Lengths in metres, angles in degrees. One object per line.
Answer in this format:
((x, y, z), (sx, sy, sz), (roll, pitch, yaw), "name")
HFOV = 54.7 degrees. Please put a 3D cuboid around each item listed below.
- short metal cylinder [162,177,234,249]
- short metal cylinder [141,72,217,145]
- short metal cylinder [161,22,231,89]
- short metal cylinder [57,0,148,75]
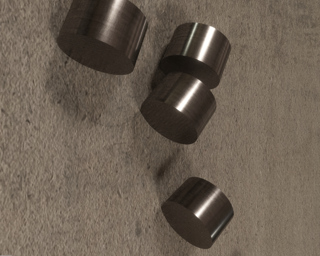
((0.050, 0.113, 0.413), (0.050, 0.080, 0.080), (-40, 115, -33), "short metal cylinder")
((0.024, -0.024, 0.391), (0.080, 0.080, 0.050), (51, 60, -28), "short metal cylinder")
((0.048, -0.093, 0.411), (0.080, 0.080, 0.050), (34, 69, -35), "short metal cylinder")
((-0.058, -0.096, 0.321), (0.080, 0.080, 0.050), (26, 74, -37), "short metal cylinder")
